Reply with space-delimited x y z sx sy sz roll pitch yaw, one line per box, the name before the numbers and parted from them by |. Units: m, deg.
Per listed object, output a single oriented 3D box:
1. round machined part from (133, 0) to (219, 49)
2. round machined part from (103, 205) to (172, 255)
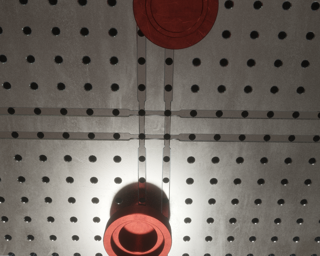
round machined part | 0.018 -0.139 0.353 0.099 0.042 0.097 0 110 -1
round machined part | -0.032 0.156 0.461 0.099 0.042 0.097 0 110 -1
